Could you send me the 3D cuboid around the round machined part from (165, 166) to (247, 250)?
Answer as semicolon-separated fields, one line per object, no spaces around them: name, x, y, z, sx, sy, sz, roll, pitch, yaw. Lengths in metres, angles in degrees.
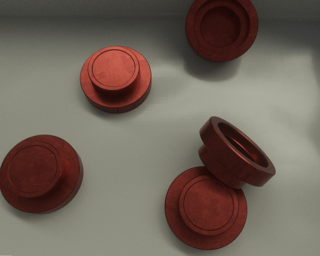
round machined part;0.055;0.093;0.367;0.099;0.042;0.098;0;70;0

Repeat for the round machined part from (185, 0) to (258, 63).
round machined part;0.085;-0.142;0.440;0.099;0.042;0.097;0;97;2

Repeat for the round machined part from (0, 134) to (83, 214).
round machined part;-0.148;0.054;0.379;0.099;0.042;0.098;0;70;-1

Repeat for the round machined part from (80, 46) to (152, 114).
round machined part;-0.061;-0.072;0.426;0.099;0.042;0.098;0;70;-1

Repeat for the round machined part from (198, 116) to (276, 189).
round machined part;0.085;0.034;0.370;0.098;0.098;0.042;44;111;14
